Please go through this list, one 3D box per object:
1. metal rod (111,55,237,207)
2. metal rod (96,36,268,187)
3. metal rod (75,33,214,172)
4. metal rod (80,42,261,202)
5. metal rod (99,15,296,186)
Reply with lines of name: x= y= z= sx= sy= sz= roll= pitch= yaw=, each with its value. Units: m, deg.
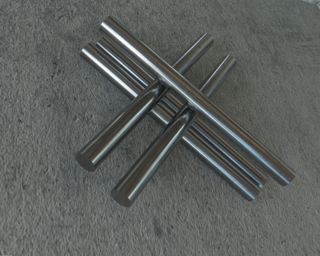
metal rod: x=0.036 y=-0.018 z=0.405 sx=0.025 sy=0.025 sz=0.301 roll=41 pitch=51 yaw=-1
metal rod: x=0.030 y=-0.020 z=0.435 sx=0.300 sy=0.025 sz=0.025 roll=41 pitch=51 yaw=-1
metal rod: x=0.000 y=-0.054 z=0.407 sx=0.025 sy=0.025 sz=0.301 roll=41 pitch=51 yaw=-1
metal rod: x=0.014 y=-0.008 z=0.419 sx=0.300 sy=0.025 sz=0.025 roll=41 pitch=51 yaw=-1
metal rod: x=0.047 y=-0.033 z=0.388 sx=0.300 sy=0.025 sz=0.025 roll=40 pitch=51 yaw=-1
